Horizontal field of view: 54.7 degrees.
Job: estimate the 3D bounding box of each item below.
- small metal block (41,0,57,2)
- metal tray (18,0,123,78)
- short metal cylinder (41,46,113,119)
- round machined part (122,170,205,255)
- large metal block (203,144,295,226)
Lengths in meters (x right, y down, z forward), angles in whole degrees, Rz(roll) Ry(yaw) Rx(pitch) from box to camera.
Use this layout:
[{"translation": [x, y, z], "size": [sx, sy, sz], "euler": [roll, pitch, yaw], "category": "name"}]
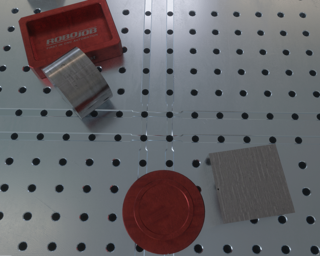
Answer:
[{"translation": [-0.188, -0.234, 0.496], "size": [0.050, 0.025, 0.050], "euler": [9, 70, 3], "category": "small metal block"}, {"translation": [-0.130, -0.135, 0.457], "size": [0.131, 0.030, 0.090], "euler": [-18, 71, -7], "category": "metal tray"}, {"translation": [-0.107, -0.058, 0.403], "size": [0.050, 0.080, 0.080], "euler": [-39, 75, -13], "category": "short metal cylinder"}, {"translation": [0.004, 0.098, 0.367], "size": [0.099, 0.042, 0.098], "euler": [0, 70, 0], "category": "round machined part"}, {"translation": [0.103, 0.070, 0.374], "size": [0.081, 0.050, 0.080], "euler": [-8, 70, -3], "category": "large metal block"}]
